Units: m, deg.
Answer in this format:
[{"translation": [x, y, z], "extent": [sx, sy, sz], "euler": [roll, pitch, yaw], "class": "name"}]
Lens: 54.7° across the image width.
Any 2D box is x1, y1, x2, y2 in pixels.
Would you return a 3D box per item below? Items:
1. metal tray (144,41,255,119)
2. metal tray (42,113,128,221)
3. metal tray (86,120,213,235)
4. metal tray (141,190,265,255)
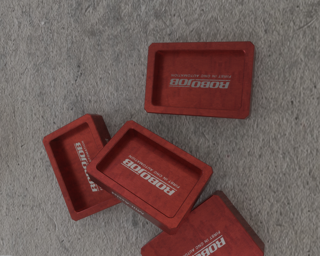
[{"translation": [0.049, -0.059, 0.388], "extent": [0.130, 0.030, 0.089], "euler": [5, 92, 19], "class": "metal tray"}, {"translation": [-0.104, 0.055, 0.442], "extent": [0.090, 0.030, 0.129], "euler": [-26, 82, 18], "class": "metal tray"}, {"translation": [-0.013, 0.057, 0.385], "extent": [0.130, 0.030, 0.090], "euler": [30, 63, 17], "class": "metal tray"}, {"translation": [0.051, 0.152, 0.388], "extent": [0.130, 0.030, 0.090], "euler": [-41, 77, 15], "class": "metal tray"}]
